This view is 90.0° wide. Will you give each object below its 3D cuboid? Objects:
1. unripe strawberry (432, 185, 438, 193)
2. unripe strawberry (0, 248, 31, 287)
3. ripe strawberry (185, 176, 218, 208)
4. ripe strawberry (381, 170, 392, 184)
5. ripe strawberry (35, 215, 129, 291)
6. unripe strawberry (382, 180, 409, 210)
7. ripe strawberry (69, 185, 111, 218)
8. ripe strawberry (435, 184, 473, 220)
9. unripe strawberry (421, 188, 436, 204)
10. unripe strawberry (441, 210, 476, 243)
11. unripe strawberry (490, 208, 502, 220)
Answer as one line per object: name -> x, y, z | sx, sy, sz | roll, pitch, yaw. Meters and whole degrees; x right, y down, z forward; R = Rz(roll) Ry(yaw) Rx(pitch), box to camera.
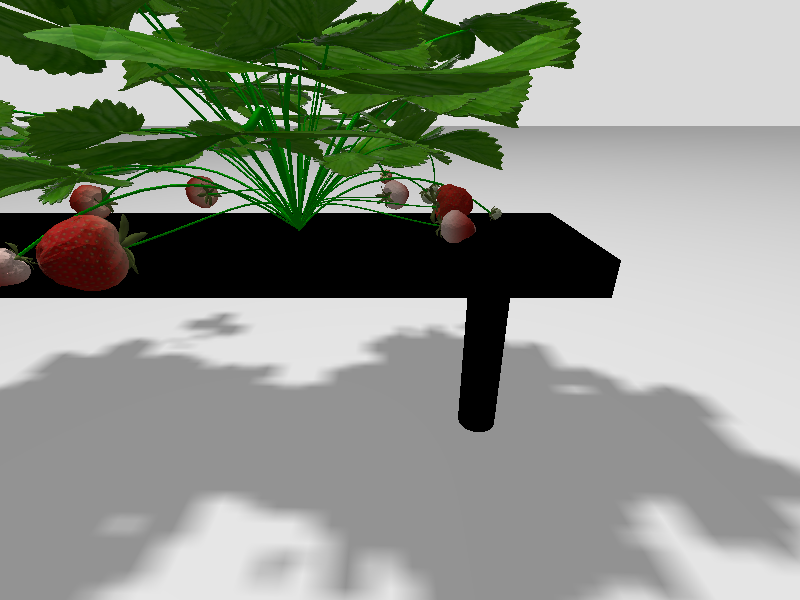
unripe strawberry -> 0.041, -0.133, 0.486 | 0.010, 0.011, 0.011 | 21, 32, 37
unripe strawberry -> -0.234, -0.018, 0.234 | 0.026, 0.023, 0.023 | 25, 61, 42
ripe strawberry -> -0.220, -0.119, 0.441 | 0.035, 0.035, 0.033 | 17, 30, 34
ripe strawberry -> -0.019, -0.178, 0.579 | 0.017, 0.020, 0.019 | 7, 3, 14
ripe strawberry -> -0.180, -0.026, 0.227 | 0.038, 0.043, 0.041 | 16, 30, 30
unripe strawberry -> -0.003, -0.114, 0.435 | 0.029, 0.031, 0.032 | 22, 32, 38
ripe strawberry -> -0.302, -0.095, 0.389 | 0.035, 0.034, 0.032 | 2, 25, 11
ripe strawberry -> 0.049, -0.086, 0.364 | 0.036, 0.037, 0.033 | -2, 25, -6
unripe strawberry -> 0.033, -0.118, 0.457 | 0.017, 0.018, 0.018 | 25, -15, 42
unripe strawberry -> 0.047, -0.058, 0.319 | 0.027, 0.026, 0.025 | 7, 26, 13
unripe strawberry -> 0.093, -0.083, 0.387 | 0.011, 0.011, 0.010 | -2, 25, -11
